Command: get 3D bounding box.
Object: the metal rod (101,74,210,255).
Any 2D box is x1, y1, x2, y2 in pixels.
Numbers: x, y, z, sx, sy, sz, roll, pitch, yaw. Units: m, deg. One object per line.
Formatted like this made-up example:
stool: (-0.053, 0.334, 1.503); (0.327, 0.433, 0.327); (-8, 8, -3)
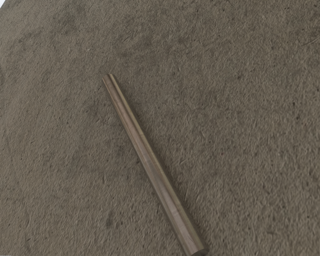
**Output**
metal rod: (-0.021, 0.025, 0.400); (0.025, 0.025, 0.300); (-35, 51, 5)
